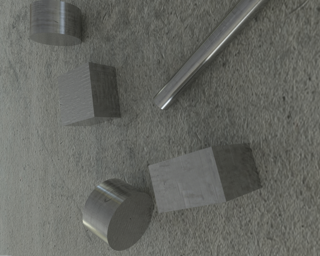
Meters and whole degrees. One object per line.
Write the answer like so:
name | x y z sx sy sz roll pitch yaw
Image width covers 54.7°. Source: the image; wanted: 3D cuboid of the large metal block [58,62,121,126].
large metal block | -0.111 -0.048 0.480 0.080 0.050 0.080 -12 83 39

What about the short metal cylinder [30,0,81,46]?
short metal cylinder | -0.171 -0.170 0.510 0.080 0.081 0.050 0 91 40

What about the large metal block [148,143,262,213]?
large metal block | 0.048 0.052 0.329 0.080 0.081 0.050 -22 76 38

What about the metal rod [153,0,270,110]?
metal rod | 0.091 -0.126 0.329 0.299 0.025 0.025 -46 63 30

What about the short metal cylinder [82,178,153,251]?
short metal cylinder | -0.055 0.114 0.415 0.050 0.081 0.079 19 102 38
